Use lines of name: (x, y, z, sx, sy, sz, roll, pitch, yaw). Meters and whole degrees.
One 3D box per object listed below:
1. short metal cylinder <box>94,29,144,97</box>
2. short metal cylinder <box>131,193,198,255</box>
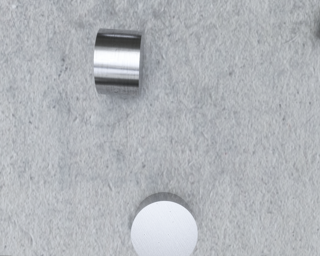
short metal cylinder: (-0.048, -0.080, 0.382, 0.050, 0.080, 0.079, 3, 90, 0)
short metal cylinder: (0.005, 0.127, 0.398, 0.081, 0.050, 0.079, 0, 90, -1)
